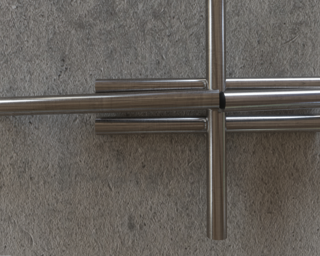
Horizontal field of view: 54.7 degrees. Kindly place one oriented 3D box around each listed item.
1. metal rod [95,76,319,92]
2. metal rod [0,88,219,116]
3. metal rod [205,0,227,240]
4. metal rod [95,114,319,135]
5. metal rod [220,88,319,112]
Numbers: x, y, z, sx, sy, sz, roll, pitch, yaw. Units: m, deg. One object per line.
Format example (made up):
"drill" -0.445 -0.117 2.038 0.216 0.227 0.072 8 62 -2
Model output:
"metal rod" 0.068 -0.055 0.411 0.302 0.025 0.025 -1 90 -1
"metal rod" -0.080 -0.031 0.385 0.302 0.025 0.025 -1 90 9
"metal rod" 0.070 -0.013 0.387 0.025 0.025 0.298 0 90 -1
"metal rod" 0.068 -0.005 0.411 0.302 0.025 0.025 -1 90 -1
"metal rod" 0.220 -0.038 0.389 0.302 0.025 0.025 -3 90 -11
